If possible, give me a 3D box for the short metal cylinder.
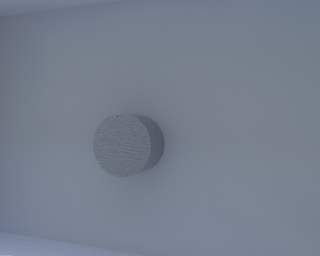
[{"bbox_3d":[-0.040,0.022,0.410,0.080,0.050,0.079,0,90,19],"label":"short metal cylinder"}]
